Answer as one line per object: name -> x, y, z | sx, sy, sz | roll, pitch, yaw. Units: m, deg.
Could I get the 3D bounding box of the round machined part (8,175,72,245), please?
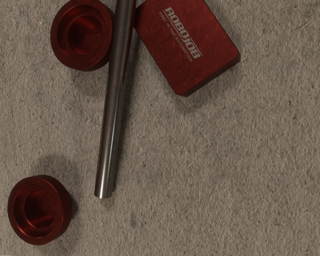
round machined part -> -0.171, 0.117, 0.459 | 0.098, 0.042, 0.097 | 0, 90, 19

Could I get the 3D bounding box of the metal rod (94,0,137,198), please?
metal rod -> -0.058, -0.051, 0.408 | 0.025, 0.025, 0.298 | 12, 102, 19

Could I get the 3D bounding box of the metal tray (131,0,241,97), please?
metal tray -> 0.030, -0.116, 0.395 | 0.090, 0.030, 0.130 | -34, 79, 16

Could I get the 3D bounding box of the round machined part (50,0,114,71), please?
round machined part -> -0.100, -0.127, 0.434 | 0.098, 0.042, 0.097 | 0, 90, 19
